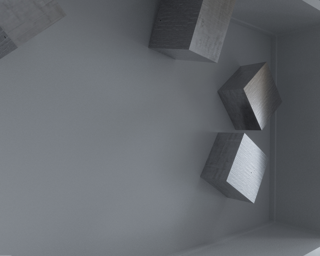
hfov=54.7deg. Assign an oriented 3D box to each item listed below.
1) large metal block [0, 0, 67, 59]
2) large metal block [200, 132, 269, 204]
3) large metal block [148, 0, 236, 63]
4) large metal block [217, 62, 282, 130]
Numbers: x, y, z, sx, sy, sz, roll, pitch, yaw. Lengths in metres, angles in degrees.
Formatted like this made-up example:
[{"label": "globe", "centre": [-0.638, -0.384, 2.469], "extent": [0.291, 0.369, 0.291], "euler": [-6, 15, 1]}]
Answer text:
[{"label": "large metal block", "centre": [-0.137, -0.106, 0.255], "extent": [0.050, 0.080, 0.080], "euler": [-49, 119, -29]}, {"label": "large metal block", "centre": [0.120, 0.062, 0.491], "extent": [0.080, 0.050, 0.080], "euler": [39, 66, -33]}, {"label": "large metal block", "centre": [0.038, -0.131, 0.392], "extent": [0.050, 0.080, 0.080], "euler": [13, 95, -40]}, {"label": "large metal block", "centre": [0.152, -0.052, 0.517], "extent": [0.080, 0.050, 0.080], "euler": [-45, 117, -30]}]
